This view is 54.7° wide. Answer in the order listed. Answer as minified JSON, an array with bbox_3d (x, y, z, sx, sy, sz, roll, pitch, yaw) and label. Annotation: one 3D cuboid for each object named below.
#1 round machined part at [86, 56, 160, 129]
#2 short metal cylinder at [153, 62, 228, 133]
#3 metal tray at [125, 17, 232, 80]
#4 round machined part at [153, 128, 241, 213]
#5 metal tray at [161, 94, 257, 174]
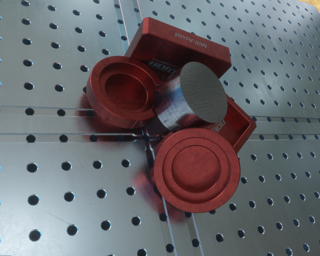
[{"bbox_3d":[-0.046,-0.041,0.399,0.099,0.042,0.098,14,56,-21],"label":"round machined part"},{"bbox_3d":[0.038,-0.035,0.388,0.081,0.050,0.080,18,60,-34],"label":"short metal cylinder"},{"bbox_3d":[0.022,-0.093,0.436,0.131,0.090,0.030,14,56,-21],"label":"metal tray"},{"bbox_3d":[0.043,0.048,0.371,0.099,0.042,0.097,0,92,5],"label":"round machined part"},{"bbox_3d":[0.074,0.004,0.444,0.090,0.030,0.131,45,51,3],"label":"metal tray"}]
